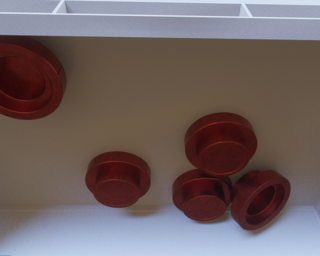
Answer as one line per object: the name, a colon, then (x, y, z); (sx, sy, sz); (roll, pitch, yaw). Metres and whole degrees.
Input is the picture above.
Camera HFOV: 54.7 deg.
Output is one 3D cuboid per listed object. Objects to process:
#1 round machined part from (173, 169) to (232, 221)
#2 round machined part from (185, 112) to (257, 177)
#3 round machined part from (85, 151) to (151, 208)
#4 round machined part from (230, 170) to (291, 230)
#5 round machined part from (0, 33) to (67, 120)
round machined part: (0.069, 0.113, 0.495); (0.099, 0.042, 0.097); (-1, 130, 0)
round machined part: (0.084, 0.029, 0.424); (0.099, 0.042, 0.097); (-1, 130, 0)
round machined part: (-0.064, 0.084, 0.469); (0.099, 0.042, 0.097); (-1, 130, 0)
round machined part: (0.146, 0.104, 0.471); (0.099, 0.042, 0.097); (-15, 124, -23)
round machined part: (-0.154, -0.059, 0.345); (0.099, 0.042, 0.097); (-1, 130, 0)
